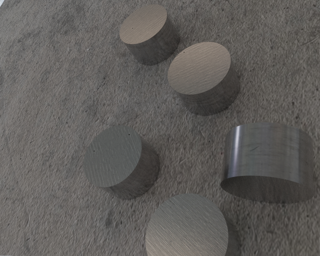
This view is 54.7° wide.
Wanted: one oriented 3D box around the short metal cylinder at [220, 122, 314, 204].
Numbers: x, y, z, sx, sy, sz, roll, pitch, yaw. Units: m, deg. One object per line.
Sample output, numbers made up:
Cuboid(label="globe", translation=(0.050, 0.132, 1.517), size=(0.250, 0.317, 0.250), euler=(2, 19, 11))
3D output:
Cuboid(label="short metal cylinder", translation=(0.101, 0.036, 0.294), size=(0.080, 0.080, 0.050), euler=(-2, 61, 27))

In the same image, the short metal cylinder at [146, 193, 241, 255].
Cuboid(label="short metal cylinder", translation=(0.033, 0.110, 0.303), size=(0.080, 0.050, 0.080), euler=(-13, 56, 21))

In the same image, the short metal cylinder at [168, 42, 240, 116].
Cuboid(label="short metal cylinder", translation=(0.057, -0.062, 0.396), size=(0.080, 0.050, 0.080), euler=(-13, 56, 21))

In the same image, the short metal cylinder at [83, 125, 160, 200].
Cuboid(label="short metal cylinder", translation=(-0.047, 0.043, 0.386), size=(0.080, 0.050, 0.080), euler=(-13, 56, 21))

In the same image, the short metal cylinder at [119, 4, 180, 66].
Cuboid(label="short metal cylinder", translation=(-0.016, -0.146, 0.486), size=(0.080, 0.050, 0.080), euler=(-13, 56, 21))
